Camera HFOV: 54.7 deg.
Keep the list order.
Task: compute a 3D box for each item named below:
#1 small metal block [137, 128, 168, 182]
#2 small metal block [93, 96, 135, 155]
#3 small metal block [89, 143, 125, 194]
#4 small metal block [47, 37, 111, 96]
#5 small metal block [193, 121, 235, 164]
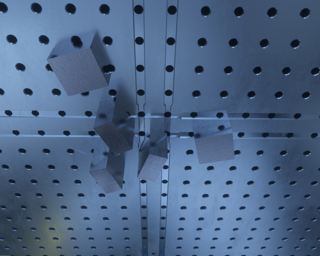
[{"bbox_3d":[-0.011,0.038,0.427,0.025,0.050,0.050,16,128,-13],"label":"small metal block"},{"bbox_3d":[-0.056,-0.003,0.392,0.025,0.050,0.050,-20,128,15],"label":"small metal block"},{"bbox_3d":[-0.074,0.057,0.443,0.025,0.050,0.050,-16,129,13],"label":"small metal block"},{"bbox_3d":[-0.090,-0.068,0.352,0.050,0.025,0.050,-13,129,10],"label":"small metal block"},{"bbox_3d":[0.075,0.021,0.431,0.050,0.025,0.050,-9,130,7],"label":"small metal block"}]
